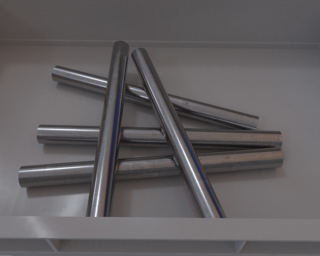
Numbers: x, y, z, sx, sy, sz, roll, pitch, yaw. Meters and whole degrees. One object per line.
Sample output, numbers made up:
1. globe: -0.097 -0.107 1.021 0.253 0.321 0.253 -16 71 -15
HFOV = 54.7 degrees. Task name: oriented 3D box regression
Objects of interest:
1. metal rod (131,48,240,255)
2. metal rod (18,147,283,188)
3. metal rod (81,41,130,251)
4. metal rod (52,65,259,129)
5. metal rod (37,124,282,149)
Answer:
1. metal rod: 0.015 0.000 0.370 0.025 0.025 0.299 -14 51 -12
2. metal rod: -0.007 0.046 0.365 0.302 0.025 0.025 -4 50 -4
3. metal rod: -0.059 -0.008 0.376 0.025 0.025 0.300 0 50 0
4. metal rod: -0.015 -0.043 0.438 0.301 0.025 0.025 16 52 12
5. metal rod: -0.001 0.012 0.392 0.302 0.025 0.025 2 50 1
